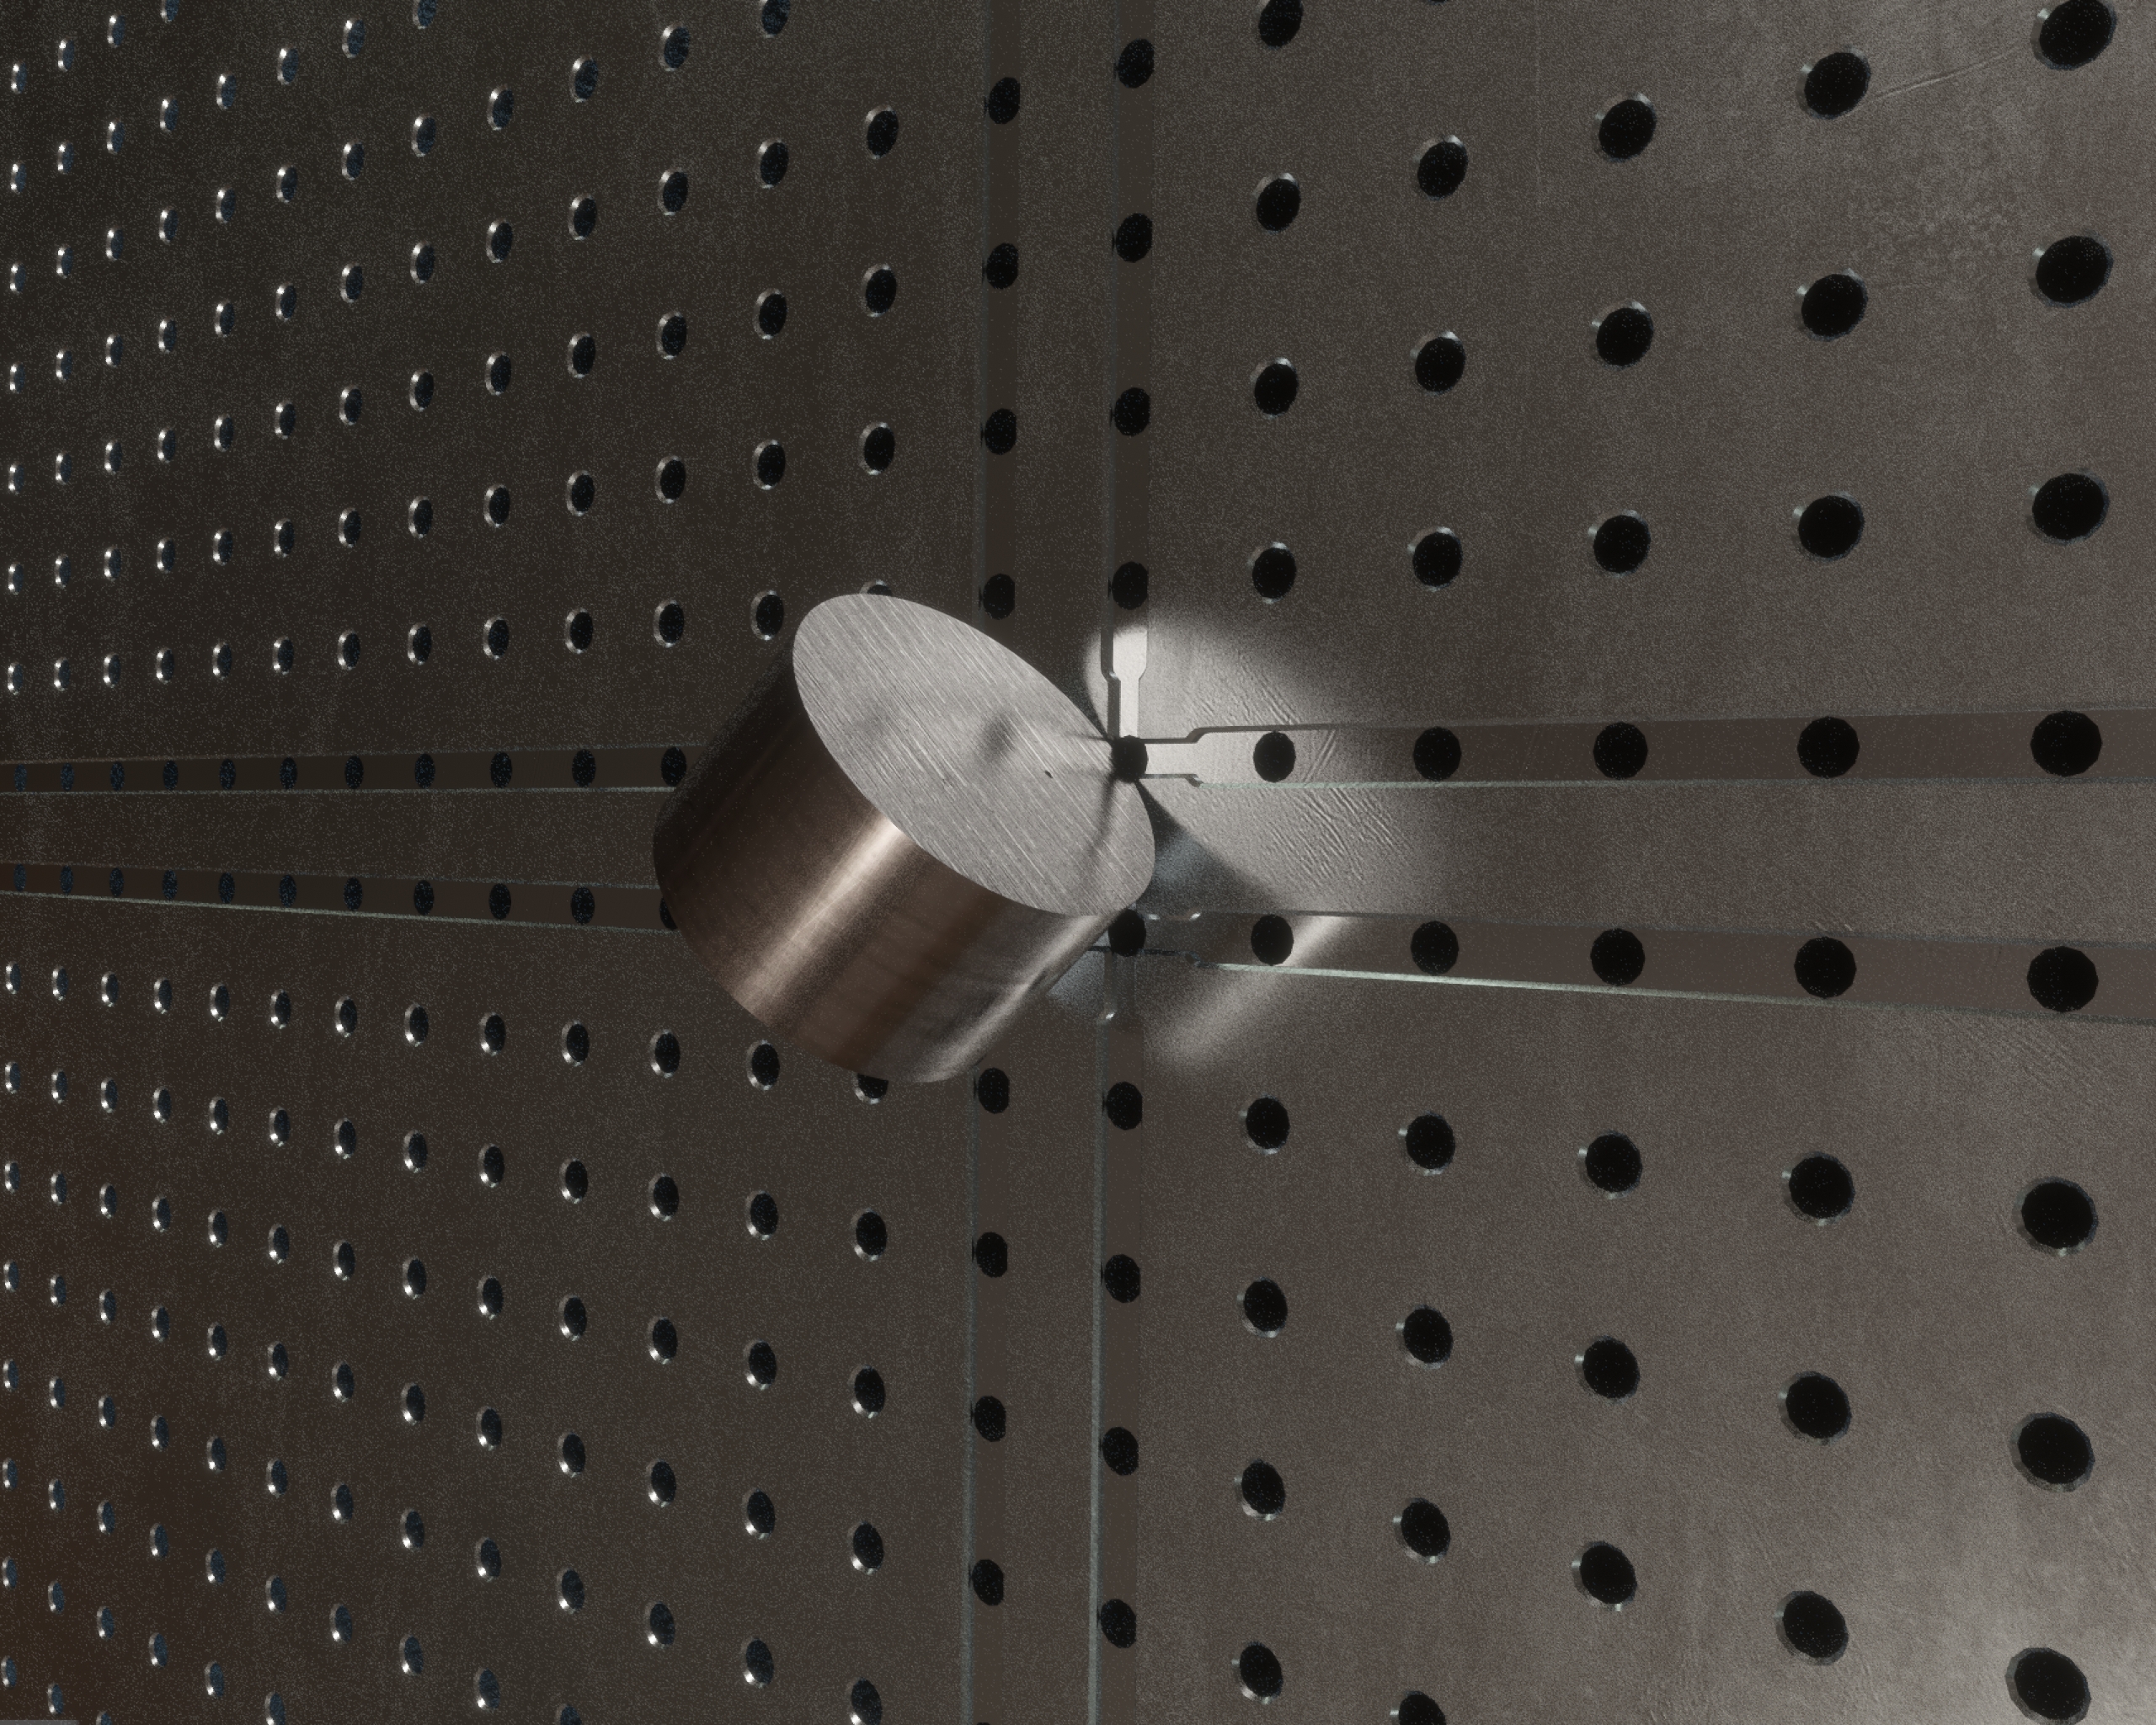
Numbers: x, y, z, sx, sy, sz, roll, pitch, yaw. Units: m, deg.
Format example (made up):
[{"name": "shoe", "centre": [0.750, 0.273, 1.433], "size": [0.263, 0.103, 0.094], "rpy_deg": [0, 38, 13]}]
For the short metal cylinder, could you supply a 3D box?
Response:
[{"name": "short metal cylinder", "centre": [-0.033, -0.005, 0.398], "size": [0.050, 0.081, 0.080], "rpy_deg": [-48, 62, 29]}]
